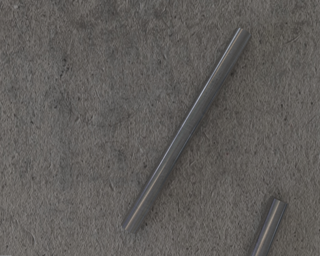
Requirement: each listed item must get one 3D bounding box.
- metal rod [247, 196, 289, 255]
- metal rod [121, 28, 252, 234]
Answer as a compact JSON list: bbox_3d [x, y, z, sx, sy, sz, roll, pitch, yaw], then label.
[{"bbox_3d":[0.104,0.234,0.411,0.025,0.025,0.299,22,90,0],"label":"metal rod"},{"bbox_3d":[0.035,0.004,0.410,0.025,0.025,0.299,30,90,0],"label":"metal rod"}]
